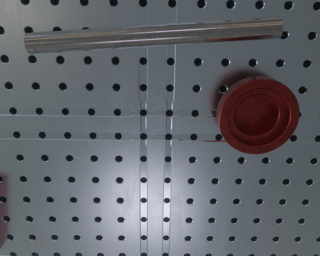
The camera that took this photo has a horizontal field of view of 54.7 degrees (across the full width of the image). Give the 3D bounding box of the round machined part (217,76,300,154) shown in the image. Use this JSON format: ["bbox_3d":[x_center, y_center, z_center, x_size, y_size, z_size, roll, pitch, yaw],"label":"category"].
[{"bbox_3d":[0.122,-0.019,0.399,0.099,0.042,0.097,0,110,0],"label":"round machined part"}]

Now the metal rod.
[{"bbox_3d":[-0.008,-0.111,0.372,0.302,0.025,0.025,-3,110,1],"label":"metal rod"}]
